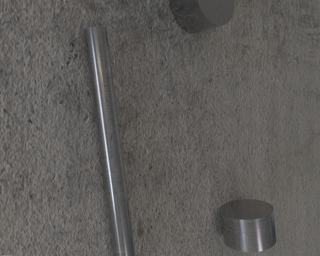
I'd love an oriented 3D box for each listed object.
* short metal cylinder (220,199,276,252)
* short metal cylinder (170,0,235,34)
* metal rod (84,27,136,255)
[{"bbox_3d":[0.137,0.150,0.484,0.081,0.080,0.050,-13,99,-39],"label":"short metal cylinder"},{"bbox_3d":[0.060,-0.180,0.438,0.081,0.050,0.080,0,90,-40],"label":"short metal cylinder"},{"bbox_3d":[-0.055,0.038,0.358,0.025,0.025,0.298,-11,97,-39],"label":"metal rod"}]
